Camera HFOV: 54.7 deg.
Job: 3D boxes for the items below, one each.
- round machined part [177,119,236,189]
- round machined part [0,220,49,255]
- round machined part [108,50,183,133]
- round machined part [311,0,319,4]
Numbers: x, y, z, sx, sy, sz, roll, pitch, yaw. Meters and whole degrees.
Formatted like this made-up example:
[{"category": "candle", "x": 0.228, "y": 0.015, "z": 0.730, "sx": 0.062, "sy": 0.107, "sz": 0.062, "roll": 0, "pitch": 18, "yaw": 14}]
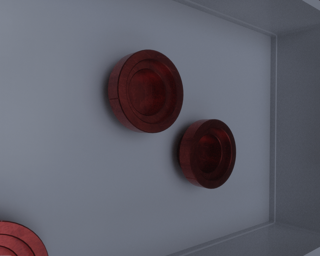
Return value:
[{"category": "round machined part", "x": 0.063, "y": 0.036, "z": 0.448, "sx": 0.099, "sy": 0.042, "sz": 0.097, "roll": 0, "pitch": 90, "yaw": -40}, {"category": "round machined part", "x": -0.150, "y": 0.128, "z": 0.263, "sx": 0.099, "sy": 0.042, "sz": 0.098, "roll": 11, "pitch": 74, "yaw": -39}, {"category": "round machined part", "x": -0.021, "y": -0.043, "z": 0.378, "sx": 0.099, "sy": 0.042, "sz": 0.097, "roll": 0, "pitch": 90, "yaw": -40}, {"category": "round machined part", "x": 0.373, "y": -0.325, "z": 0.710, "sx": 0.099, "sy": 0.042, "sz": 0.097, "roll": 0, "pitch": 90, "yaw": -40}]
